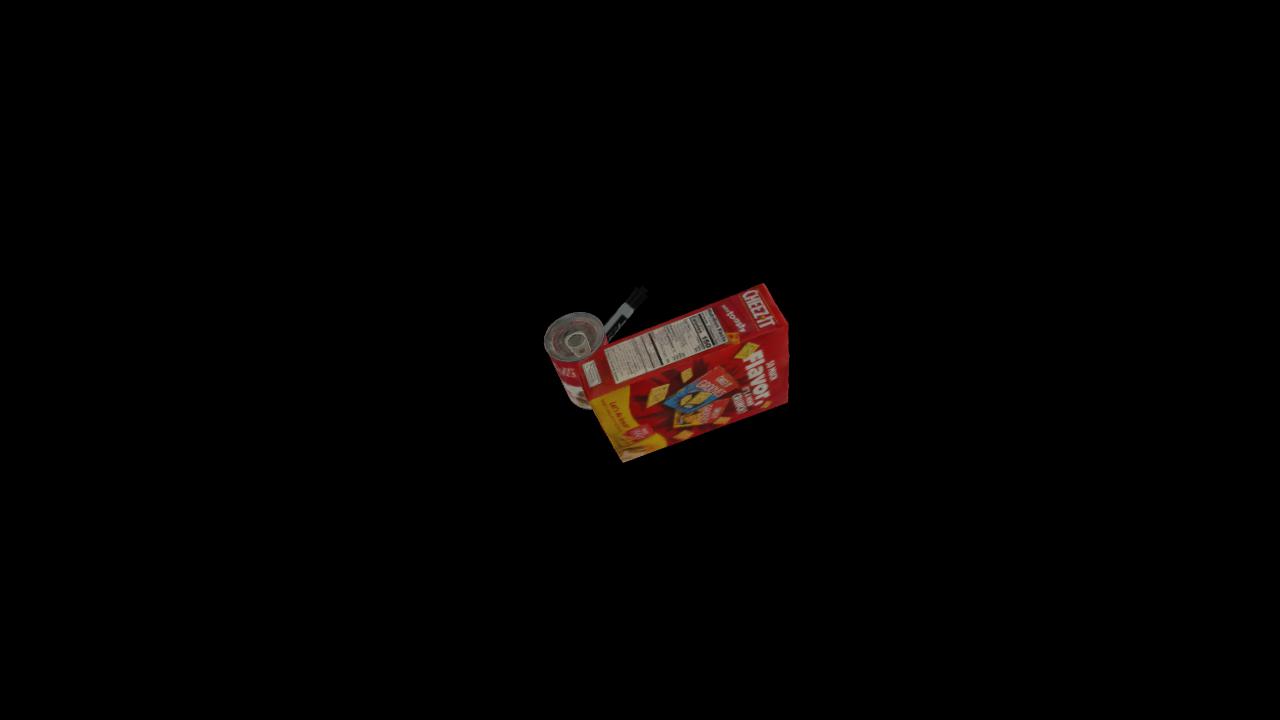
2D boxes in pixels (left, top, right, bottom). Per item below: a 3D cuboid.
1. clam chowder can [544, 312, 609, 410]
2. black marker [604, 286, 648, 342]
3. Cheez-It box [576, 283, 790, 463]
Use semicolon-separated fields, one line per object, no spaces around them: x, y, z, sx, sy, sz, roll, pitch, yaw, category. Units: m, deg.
-0.063;0.003;0.700;0.068;0.068;0.102;0;-36;12;clam chowder can
-0.033;-0.041;0.748;0.020;0.121;0.020;41;5;-4;black marker
0.056;0.022;0.700;0.223;0.071;0.166;-21;-34;0;Cheez-It box
